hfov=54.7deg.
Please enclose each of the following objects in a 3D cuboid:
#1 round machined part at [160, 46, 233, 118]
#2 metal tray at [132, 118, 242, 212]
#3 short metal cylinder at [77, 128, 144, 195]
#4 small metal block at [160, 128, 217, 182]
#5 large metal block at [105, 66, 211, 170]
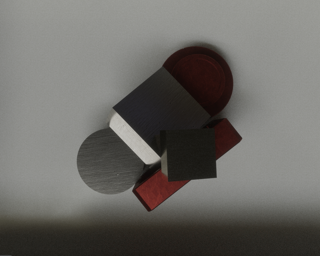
[{"bbox_3d":[0.046,-0.058,0.402,0.099,0.042,0.097,0,90,-1],"label":"round machined part"},{"bbox_3d":[0.030,0.040,0.377,0.130,0.090,0.030,-38,90,-1],"label":"metal tray"},{"bbox_3d":[-0.060,0.040,0.396,0.081,0.050,0.079,0,90,-1],"label":"short metal cylinder"},{"bbox_3d":[0.028,0.026,0.315,0.050,0.025,0.050,-2,89,-14],"label":"small metal block"},{"bbox_3d":[-0.003,-0.010,0.362,0.080,0.050,0.080,46,65,0],"label":"large metal block"}]
